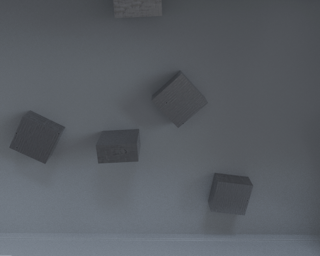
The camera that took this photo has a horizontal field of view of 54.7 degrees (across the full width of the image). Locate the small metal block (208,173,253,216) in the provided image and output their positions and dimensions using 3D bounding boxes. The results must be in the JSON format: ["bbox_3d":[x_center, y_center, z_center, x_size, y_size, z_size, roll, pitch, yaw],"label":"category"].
[{"bbox_3d":[0.101,0.096,0.448,0.050,0.025,0.050,8,110,-4],"label":"small metal block"}]

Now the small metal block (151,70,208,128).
[{"bbox_3d":[0.025,-0.037,0.398,0.050,0.025,0.050,-41,106,13],"label":"small metal block"}]

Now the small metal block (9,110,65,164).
[{"bbox_3d":[-0.163,0.012,0.414,0.050,0.025,0.050,27,108,-10],"label":"small metal block"}]

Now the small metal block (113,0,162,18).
[{"bbox_3d":[-0.023,-0.138,0.347,0.050,0.050,0.025,-3,110,0],"label":"small metal block"}]

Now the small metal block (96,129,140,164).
[{"bbox_3d":[-0.053,0.023,0.406,0.050,0.050,0.025,-3,110,0],"label":"small metal block"}]
